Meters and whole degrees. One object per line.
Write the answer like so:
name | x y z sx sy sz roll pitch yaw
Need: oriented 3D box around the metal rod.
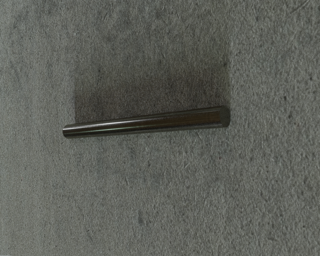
metal rod | -0.042 -0.003 0.441 0.300 0.025 0.025 -5 87 40
